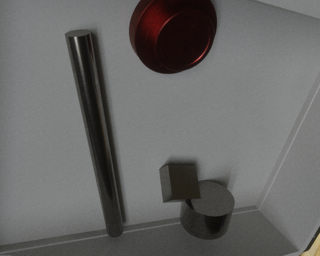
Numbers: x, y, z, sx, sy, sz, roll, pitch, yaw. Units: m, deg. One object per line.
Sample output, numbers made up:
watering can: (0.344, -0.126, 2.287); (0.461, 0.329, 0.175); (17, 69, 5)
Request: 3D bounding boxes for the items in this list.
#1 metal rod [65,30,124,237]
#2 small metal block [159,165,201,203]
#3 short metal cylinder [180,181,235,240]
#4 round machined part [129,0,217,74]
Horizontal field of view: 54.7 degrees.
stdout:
metal rod: (-0.074, 0.031, 0.387); (0.025, 0.025, 0.298); (-17, 125, -19)
small metal block: (0.029, 0.083, 0.459); (0.050, 0.050, 0.025); (6, 156, -31)
short metal cylinder: (0.075, 0.130, 0.497); (0.081, 0.080, 0.050); (-9, 123, -24)
round machined part: (0.019, -0.102, 0.338); (0.099, 0.042, 0.097); (-15, 133, -16)
